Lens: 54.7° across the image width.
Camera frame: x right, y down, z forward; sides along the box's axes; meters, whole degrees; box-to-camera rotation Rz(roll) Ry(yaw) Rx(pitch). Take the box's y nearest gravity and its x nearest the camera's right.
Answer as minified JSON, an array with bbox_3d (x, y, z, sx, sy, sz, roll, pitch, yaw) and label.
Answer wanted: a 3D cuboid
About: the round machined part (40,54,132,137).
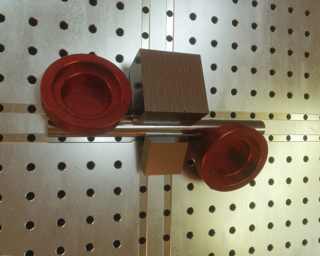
[{"bbox_3d":[-0.085,-0.034,0.358,0.099,0.042,0.098,9,61,-16],"label":"round machined part"}]

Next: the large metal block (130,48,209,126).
[{"bbox_3d":[0.009,-0.048,0.391,0.081,0.050,0.080,1,72,-20],"label":"large metal block"}]

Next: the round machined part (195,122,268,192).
[{"bbox_3d":[0.094,0.036,0.425,0.099,0.042,0.097,-8,118,-16],"label":"round machined part"}]

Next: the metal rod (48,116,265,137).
[{"bbox_3d":[0.010,0.000,0.417,0.302,0.025,0.025,0,90,-20],"label":"metal rod"}]

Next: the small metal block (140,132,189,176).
[{"bbox_3d":[0.005,0.034,0.404,0.050,0.025,0.050,1,119,-20],"label":"small metal block"}]
